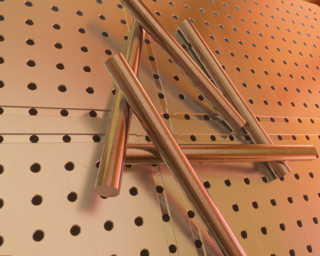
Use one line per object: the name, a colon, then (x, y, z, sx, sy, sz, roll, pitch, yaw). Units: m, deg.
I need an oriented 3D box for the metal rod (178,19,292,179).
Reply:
metal rod: (0.114, -0.055, 0.502, 0.025, 0.025, 0.299, -19, 72, -35)

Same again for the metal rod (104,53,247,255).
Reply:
metal rod: (0.025, 0.048, 0.358, 0.025, 0.025, 0.299, -32, 90, -38)

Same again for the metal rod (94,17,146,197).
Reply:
metal rod: (-0.042, -0.053, 0.397, 0.025, 0.025, 0.300, 19, 48, -17)

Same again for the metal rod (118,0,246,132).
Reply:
metal rod: (0.022, -0.114, 0.463, 0.300, 0.025, 0.025, 48, 51, -4)

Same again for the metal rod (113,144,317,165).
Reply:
metal rod: (0.084, 0.034, 0.412, 0.302, 0.025, 0.025, 1, 61, -21)
